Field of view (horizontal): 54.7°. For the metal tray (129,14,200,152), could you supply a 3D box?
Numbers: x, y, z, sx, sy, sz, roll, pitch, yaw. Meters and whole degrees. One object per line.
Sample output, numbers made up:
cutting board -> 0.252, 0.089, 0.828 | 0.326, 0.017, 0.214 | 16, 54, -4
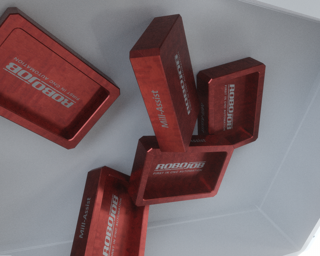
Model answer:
metal tray -> 0.012, -0.047, 0.346 | 0.030, 0.090, 0.129 | -1, 130, 21

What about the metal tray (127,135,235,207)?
metal tray -> 0.029, 0.055, 0.419 | 0.131, 0.030, 0.089 | 0, 119, -27

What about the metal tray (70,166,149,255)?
metal tray -> -0.059, 0.124, 0.394 | 0.030, 0.130, 0.090 | -20, 142, 38

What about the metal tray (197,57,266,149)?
metal tray -> 0.100, -0.027, 0.445 | 0.091, 0.030, 0.129 | -19, 126, -18

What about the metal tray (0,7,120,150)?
metal tray -> -0.117, -0.043, 0.315 | 0.090, 0.030, 0.130 | -49, 129, 6
